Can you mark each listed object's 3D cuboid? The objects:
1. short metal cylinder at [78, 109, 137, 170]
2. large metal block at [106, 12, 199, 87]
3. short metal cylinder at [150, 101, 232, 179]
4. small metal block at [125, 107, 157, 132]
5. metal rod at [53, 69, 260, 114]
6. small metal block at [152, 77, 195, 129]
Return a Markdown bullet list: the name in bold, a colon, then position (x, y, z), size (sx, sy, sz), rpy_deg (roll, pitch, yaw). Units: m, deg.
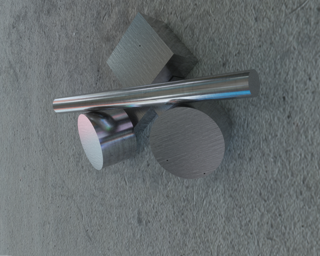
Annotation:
- **short metal cylinder**: position (-0.075, 0.012, 0.433), size (0.080, 0.050, 0.079), rpy_deg (35, 135, 45)
- **large metal block**: position (-0.012, -0.085, 0.397), size (0.080, 0.050, 0.080), rpy_deg (-50, 61, 28)
- **short metal cylinder**: position (0.035, 0.009, 0.343), size (0.080, 0.050, 0.079), rpy_deg (7, 110, 19)
- **small metal block**: position (-0.031, -0.030, 0.432), size (0.050, 0.025, 0.050), rpy_deg (-50, 61, 27)
- **metal rod**: position (-0.033, -0.036, 0.366), size (0.300, 0.025, 0.025), rpy_deg (-1, 89, 40)
- **small metal block**: position (0.024, -0.027, 0.386), size (0.050, 0.025, 0.050), rpy_deg (-51, 61, 28)
